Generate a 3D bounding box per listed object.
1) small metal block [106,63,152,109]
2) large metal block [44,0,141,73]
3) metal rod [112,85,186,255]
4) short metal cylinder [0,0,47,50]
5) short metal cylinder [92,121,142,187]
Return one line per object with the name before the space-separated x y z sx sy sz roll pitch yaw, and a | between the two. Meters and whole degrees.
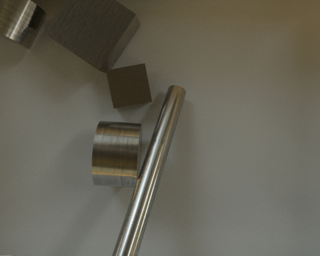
small metal block | -0.040 -0.055 0.408 0.050 0.025 0.050 -11 98 -1
large metal block | -0.083 -0.126 0.394 0.080 0.050 0.080 34 95 -1
metal rod | -0.019 0.077 0.345 0.025 0.025 0.300 18 63 0
short metal cylinder | -0.189 -0.139 0.381 0.080 0.080 0.050 26 90 -1
short metal cylinder | -0.050 0.032 0.383 0.050 0.080 0.079 4 90 0
